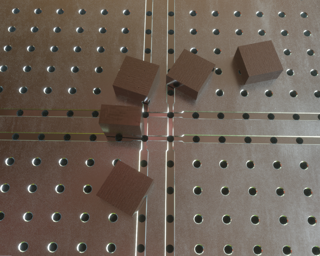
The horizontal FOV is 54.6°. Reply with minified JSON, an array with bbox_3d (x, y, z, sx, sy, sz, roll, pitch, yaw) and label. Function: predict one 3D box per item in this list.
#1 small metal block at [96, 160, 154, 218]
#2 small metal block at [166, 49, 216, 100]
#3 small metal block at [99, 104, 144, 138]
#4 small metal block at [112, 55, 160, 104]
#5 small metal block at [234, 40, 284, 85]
[{"bbox_3d":[-0.042,0.076,0.384,0.050,0.025,0.050,28,72,10],"label":"small metal block"},{"bbox_3d":[0.043,-0.076,0.440,0.050,0.025,0.050,30,73,10],"label":"small metal block"},{"bbox_3d":[-0.048,-0.008,0.401,0.050,0.050,0.025,4,70,1],"label":"small metal block"},{"bbox_3d":[-0.032,-0.068,0.437,0.050,0.025,0.050,18,71,6],"label":"small metal block"},{"bbox_3d":[0.141,-0.094,0.447,0.050,0.025,0.050,-12,70,-4],"label":"small metal block"}]
